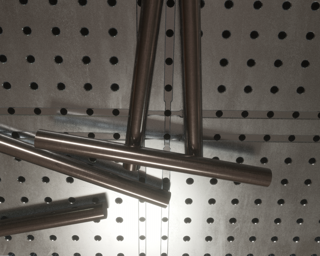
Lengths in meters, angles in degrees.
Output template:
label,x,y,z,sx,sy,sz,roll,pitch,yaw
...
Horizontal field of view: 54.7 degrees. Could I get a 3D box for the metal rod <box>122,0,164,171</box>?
label,x,y,z,sx,sy,sz,roll,pitch,yaw
metal rod,-0.018,-0.085,0.381,0.025,0.025,0.298,8,110,-3

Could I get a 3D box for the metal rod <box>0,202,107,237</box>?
label,x,y,z,sx,sy,sz,roll,pitch,yaw
metal rod,-0.229,0.149,0.464,0.302,0.025,0.025,-11,110,3

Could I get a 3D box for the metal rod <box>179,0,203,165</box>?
label,x,y,z,sx,sy,sz,roll,pitch,yaw
metal rod,0.039,-0.083,0.383,0.025,0.025,0.298,-4,110,1

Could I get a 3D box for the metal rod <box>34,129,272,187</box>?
label,x,y,z,sx,sy,sz,roll,pitch,yaw
metal rod,-0.005,0.040,0.400,0.302,0.025,0.025,10,110,-4

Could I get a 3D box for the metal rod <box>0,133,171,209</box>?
label,x,y,z,sx,sy,sz,roll,pitch,yaw
metal rod,-0.128,0.053,0.431,0.302,0.025,0.025,21,109,-8
